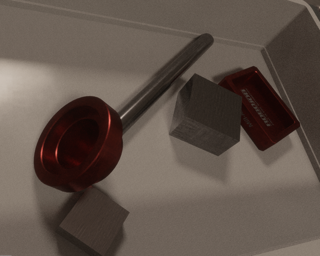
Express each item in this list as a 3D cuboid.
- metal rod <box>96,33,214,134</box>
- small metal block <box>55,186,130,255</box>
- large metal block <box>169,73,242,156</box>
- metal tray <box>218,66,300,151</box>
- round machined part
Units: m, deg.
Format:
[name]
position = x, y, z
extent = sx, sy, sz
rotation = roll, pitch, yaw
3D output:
[metal rod]
position = 0.006, -0.068, 0.452
extent = 0.025, 0.025, 0.301
rotation = 42, 51, 0
[small metal block]
position = -0.067, 0.095, 0.313
extent = 0.050, 0.025, 0.050
rotation = 37, 51, -4
[large metal block]
position = 0.066, -0.018, 0.438
extent = 0.080, 0.050, 0.080
rotation = 24, 53, -14
[metal tray]
position = 0.163, -0.036, 0.514
extent = 0.091, 0.030, 0.130
rotation = -24, 75, -37
[round machined part]
position = -0.078, 0.019, 0.318
extent = 0.042, 0.098, 0.098
rotation = 43, 39, -47
